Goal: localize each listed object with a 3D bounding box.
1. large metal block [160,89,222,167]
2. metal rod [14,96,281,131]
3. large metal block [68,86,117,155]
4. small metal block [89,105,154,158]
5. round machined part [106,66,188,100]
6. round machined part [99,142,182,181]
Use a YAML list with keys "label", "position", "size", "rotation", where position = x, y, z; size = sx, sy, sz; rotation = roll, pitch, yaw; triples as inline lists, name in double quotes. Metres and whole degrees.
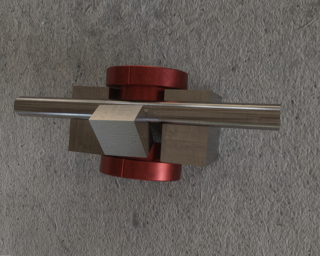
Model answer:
- label: "large metal block"
  position: [0.040, -0.001, 0.367]
  size: [0.050, 0.080, 0.079]
  rotation: [4, 92, 20]
- label: "metal rod"
  position: [-0.031, -0.018, 0.336]
  size: [0.301, 0.025, 0.025]
  rotation: [4, 91, 20]
- label: "large metal block"
  position: [-0.072, -0.010, 0.406]
  size: [0.050, 0.080, 0.079]
  rotation: [5, 92, 20]
- label: "small metal block"
  position: [-0.039, 0.003, 0.324]
  size: [0.050, 0.025, 0.050]
  rotation: [2, 131, 21]
- label: "round machined part"
  position: [-0.016, -0.047, 0.377]
  size: [0.098, 0.098, 0.042]
  rotation: [4, 92, 20]
- label: "round machined part"
  position: [-0.022, 0.036, 0.379]
  size: [0.098, 0.098, 0.042]
  rotation: [5, 87, 20]
